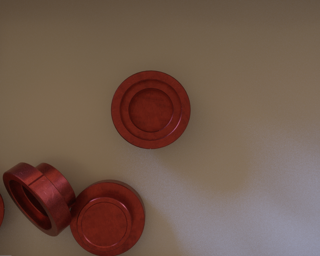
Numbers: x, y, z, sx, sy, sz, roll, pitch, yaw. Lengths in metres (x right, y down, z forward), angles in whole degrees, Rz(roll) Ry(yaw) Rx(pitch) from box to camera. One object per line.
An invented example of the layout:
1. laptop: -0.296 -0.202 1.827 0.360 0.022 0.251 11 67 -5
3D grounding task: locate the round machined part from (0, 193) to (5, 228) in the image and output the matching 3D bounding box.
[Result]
1. round machined part: -0.251 0.105 0.386 0.099 0.042 0.097 3 85 -32

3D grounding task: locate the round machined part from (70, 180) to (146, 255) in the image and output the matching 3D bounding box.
1. round machined part: -0.069 0.119 0.402 0.099 0.042 0.097 0 90 -1

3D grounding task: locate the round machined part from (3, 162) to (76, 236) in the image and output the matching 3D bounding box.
1. round machined part: -0.143 0.082 0.383 0.098 0.098 0.042 50 50 -1

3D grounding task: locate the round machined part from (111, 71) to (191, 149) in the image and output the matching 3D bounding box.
1. round machined part: -0.011 -0.022 0.403 0.099 0.042 0.097 0 90 -1
